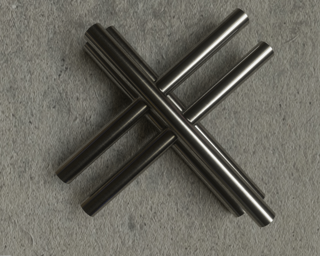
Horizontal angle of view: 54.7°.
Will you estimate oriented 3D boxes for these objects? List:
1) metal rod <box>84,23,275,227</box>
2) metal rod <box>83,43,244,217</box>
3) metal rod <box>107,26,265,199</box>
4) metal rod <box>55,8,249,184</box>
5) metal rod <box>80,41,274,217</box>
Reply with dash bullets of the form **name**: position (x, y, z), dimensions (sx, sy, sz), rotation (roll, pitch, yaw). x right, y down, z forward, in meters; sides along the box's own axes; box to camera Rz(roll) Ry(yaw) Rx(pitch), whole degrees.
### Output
- **metal rod**: position (0.023, -0.003, 0.361), dimensions (0.025, 0.025, 0.300), rotation (-43, 91, 0)
- **metal rod**: position (0.009, -0.001, 0.411), dimensions (0.025, 0.025, 0.300), rotation (-42, 91, 0)
- **metal rod**: position (0.030, -0.015, 0.411), dimensions (0.025, 0.025, 0.300), rotation (-42, 91, 0)
- **metal rod**: position (-0.009, -0.040, 0.386), dimensions (0.300, 0.025, 0.025), rotation (-42, 91, -1)
- **metal rod**: position (0.022, 0.001, 0.386), dimensions (0.300, 0.025, 0.025), rotation (-42, 91, -1)
